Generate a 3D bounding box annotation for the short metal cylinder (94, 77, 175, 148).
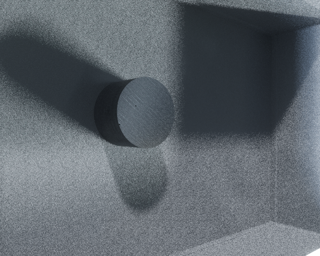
[{"bbox_3d":[-0.029,-0.017,0.365,0.081,0.050,0.080,0,90,-40],"label":"short metal cylinder"}]
